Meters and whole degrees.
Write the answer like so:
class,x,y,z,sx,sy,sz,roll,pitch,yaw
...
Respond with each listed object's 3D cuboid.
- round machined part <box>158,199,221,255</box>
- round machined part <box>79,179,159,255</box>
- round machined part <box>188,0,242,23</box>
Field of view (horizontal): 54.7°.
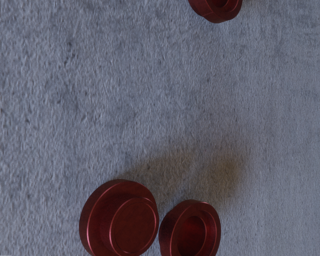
class,x,y,z,sx,sy,sz,roll,pitch,yaw
round machined part,0.037,0.147,0.427,0.099,0.042,0.097,0,90,-40
round machined part,-0.040,0.111,0.362,0.099,0.042,0.097,0,90,-40
round machined part,0.077,-0.205,0.460,0.099,0.042,0.097,0,90,-40
